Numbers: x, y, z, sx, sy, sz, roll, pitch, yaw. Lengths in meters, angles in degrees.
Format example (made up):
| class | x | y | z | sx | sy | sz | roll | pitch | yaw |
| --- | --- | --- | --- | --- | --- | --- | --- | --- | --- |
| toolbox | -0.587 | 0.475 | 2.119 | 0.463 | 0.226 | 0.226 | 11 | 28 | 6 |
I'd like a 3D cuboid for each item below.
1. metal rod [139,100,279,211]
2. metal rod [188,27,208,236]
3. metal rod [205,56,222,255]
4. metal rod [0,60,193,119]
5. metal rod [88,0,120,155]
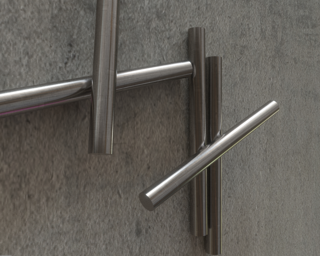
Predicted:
| class | x | y | z | sx | sy | sz | roll | pitch | yaw |
| --- | --- | --- | --- | --- | --- | --- | --- | --- | --- |
| metal rod | 0.089 | 0.025 | 0.448 | 0.302 | 0.025 | 0.025 | -30 | 109 | -36 |
| metal rod | 0.055 | 0.006 | 0.453 | 0.025 | 0.025 | 0.298 | -2 | 91 | -40 |
| metal rod | 0.083 | 0.041 | 0.476 | 0.025 | 0.025 | 0.298 | 0 | 90 | -40 |
| metal rod | -0.075 | -0.045 | 0.343 | 0.302 | 0.025 | 0.025 | -19 | 102 | -39 |
| metal rod | -0.057 | -0.121 | 0.335 | 0.025 | 0.025 | 0.298 | 9 | 77 | -40 |
